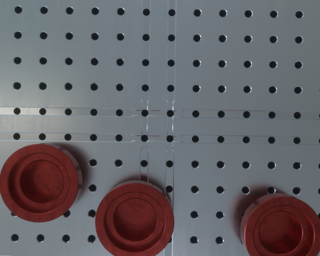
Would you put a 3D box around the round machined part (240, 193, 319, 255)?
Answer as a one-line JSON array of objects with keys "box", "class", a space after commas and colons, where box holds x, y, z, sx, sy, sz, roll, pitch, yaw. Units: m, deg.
[{"box": [0.154, 0.133, 0.406, 0.099, 0.042, 0.097, 0, 90, 0], "class": "round machined part"}]

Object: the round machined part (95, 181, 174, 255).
[{"box": [-0.031, 0.117, 0.405, 0.099, 0.042, 0.097, 0, 90, 0], "class": "round machined part"}]

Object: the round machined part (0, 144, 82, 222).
[{"box": [-0.150, 0.068, 0.404, 0.099, 0.042, 0.097, 0, 90, 0], "class": "round machined part"}]
